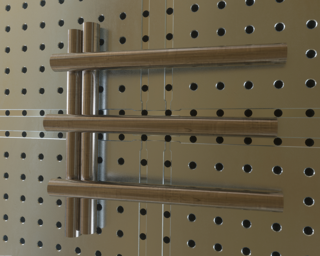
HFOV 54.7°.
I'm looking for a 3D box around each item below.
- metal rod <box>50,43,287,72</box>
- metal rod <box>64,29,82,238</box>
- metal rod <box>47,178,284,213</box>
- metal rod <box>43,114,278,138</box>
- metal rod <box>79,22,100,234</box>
[{"bbox_3d":[0.000,-0.089,0.396,0.301,0.025,0.025,1,90,13],"label":"metal rod"},{"bbox_3d":[-0.125,0.008,0.454,0.025,0.025,0.298,1,90,19],"label":"metal rod"},{"bbox_3d":[-0.003,0.085,0.397,0.301,0.025,0.025,1,90,13],"label":"metal rod"},{"bbox_3d":[-0.010,-0.004,0.399,0.301,0.025,0.025,1,91,13],"label":"metal rod"},{"bbox_3d":[-0.101,0.000,0.446,0.025,0.025,0.298,1,90,19],"label":"metal rod"}]
